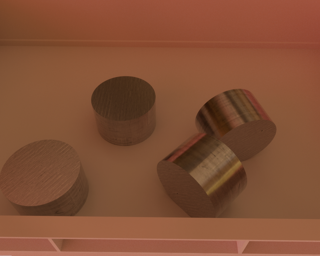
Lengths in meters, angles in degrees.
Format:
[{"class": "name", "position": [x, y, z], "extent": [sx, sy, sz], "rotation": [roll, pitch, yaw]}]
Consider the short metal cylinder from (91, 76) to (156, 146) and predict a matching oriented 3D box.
[{"class": "short metal cylinder", "position": [-0.046, -0.023, 0.408], "extent": [0.080, 0.050, 0.080], "rotation": [0, 50, 0]}]

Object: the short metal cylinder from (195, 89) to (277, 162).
[{"class": "short metal cylinder", "position": [0.089, 0.000, 0.370], "extent": [0.081, 0.080, 0.050], "rotation": [-13, 52, -11]}]

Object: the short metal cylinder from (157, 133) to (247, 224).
[{"class": "short metal cylinder", "position": [0.043, 0.052, 0.326], "extent": [0.050, 0.080, 0.080], "rotation": [-37, 59, -27]}]

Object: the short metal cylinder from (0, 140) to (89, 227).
[{"class": "short metal cylinder", "position": [-0.123, 0.059, 0.338], "extent": [0.080, 0.050, 0.080], "rotation": [0, 50, 0]}]
